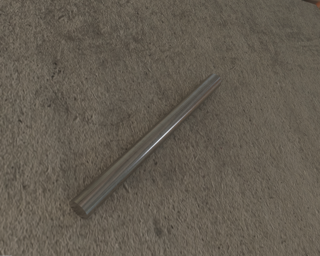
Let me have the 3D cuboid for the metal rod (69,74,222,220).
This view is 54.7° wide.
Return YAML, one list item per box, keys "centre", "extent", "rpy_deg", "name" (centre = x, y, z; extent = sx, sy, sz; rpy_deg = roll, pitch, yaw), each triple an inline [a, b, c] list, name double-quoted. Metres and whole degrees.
- centre: [0.003, 0.003, 0.407]
  extent: [0.025, 0.025, 0.302]
  rpy_deg: [45, 51, 2]
  name: "metal rod"
